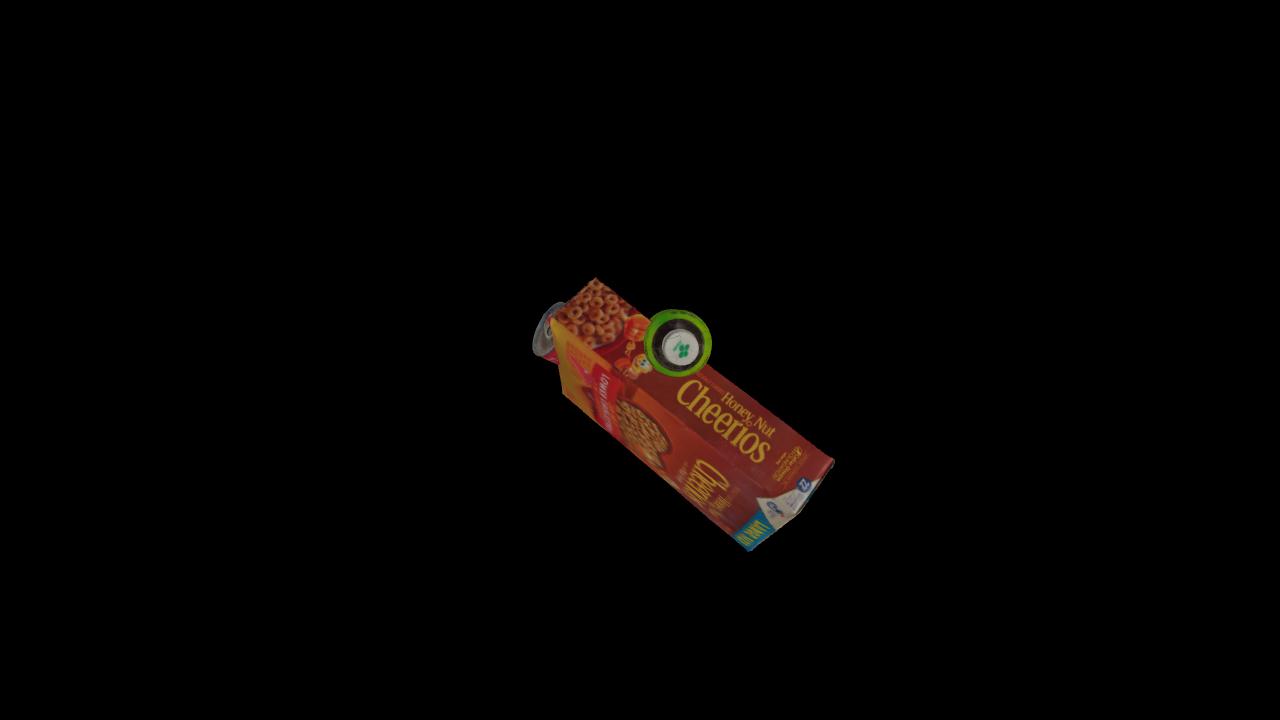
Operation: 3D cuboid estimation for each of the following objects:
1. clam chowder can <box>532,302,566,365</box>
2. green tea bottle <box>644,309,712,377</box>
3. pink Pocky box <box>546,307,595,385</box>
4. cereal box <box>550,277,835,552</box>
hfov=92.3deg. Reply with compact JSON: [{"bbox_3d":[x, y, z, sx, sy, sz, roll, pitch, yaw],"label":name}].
[{"bbox_3d":[-0.064,-0.015,0.716,0.102,0.068,0.068,29,-17,-33],"label":"clam chowder can"},{"bbox_3d":[0.037,-0.020,0.640,0.073,0.073,0.212,0,3,1],"label":"green tea bottle"},{"bbox_3d":[-0.051,-0.026,0.707,0.029,0.084,0.155,-32,2,15],"label":"pink Pocky box"},{"bbox_3d":[0.040,0.069,0.675,0.306,0.081,0.203,39,-21,14],"label":"cereal box"}]
